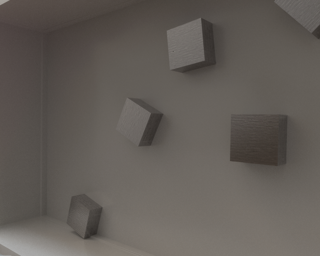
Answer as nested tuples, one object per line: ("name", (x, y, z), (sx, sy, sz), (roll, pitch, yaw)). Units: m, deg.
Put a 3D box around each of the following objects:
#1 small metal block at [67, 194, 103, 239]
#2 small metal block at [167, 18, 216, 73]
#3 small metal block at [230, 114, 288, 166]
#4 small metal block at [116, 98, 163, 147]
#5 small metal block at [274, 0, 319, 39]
("small metal block", (-0.125, 0.144, 0.510), (0.050, 0.025, 0.050), (22, 104, 37))
("small metal block", (0.038, -0.098, 0.376), (0.050, 0.025, 0.050), (-7, 85, 39))
("small metal block", (0.102, 0.011, 0.322), (0.050, 0.025, 0.050), (2, 91, 40))
("small metal block", (-0.029, -0.009, 0.431), (0.050, 0.025, 0.050), (34, 111, 34))
("small metal block", (0.146, -0.120, 0.287), (0.050, 0.025, 0.050), (-49, 61, 28))
